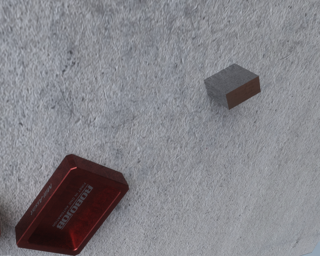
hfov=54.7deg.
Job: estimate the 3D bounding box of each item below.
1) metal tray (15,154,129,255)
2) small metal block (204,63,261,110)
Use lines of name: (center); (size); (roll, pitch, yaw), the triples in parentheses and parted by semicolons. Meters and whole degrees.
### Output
metal tray: (-0.114, 0.105, 0.406); (0.090, 0.030, 0.130); (30, 102, -38)
small metal block: (0.095, -0.056, 0.408); (0.050, 0.050, 0.025); (-29, 128, -10)
